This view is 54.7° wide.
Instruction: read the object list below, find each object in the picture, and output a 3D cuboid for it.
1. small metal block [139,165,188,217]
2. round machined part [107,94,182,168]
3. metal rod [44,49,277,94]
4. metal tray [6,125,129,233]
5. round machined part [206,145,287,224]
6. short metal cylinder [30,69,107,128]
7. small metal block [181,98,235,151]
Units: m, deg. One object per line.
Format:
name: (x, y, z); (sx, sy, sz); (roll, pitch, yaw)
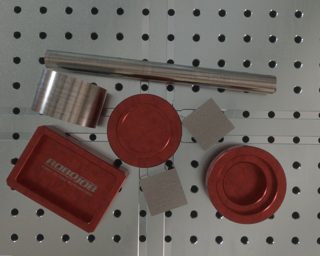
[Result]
small metal block: (0.005, 0.083, 0.413); (0.050, 0.025, 0.050); (-19, 90, 0)
round machined part: (-0.020, 0.003, 0.404); (0.099, 0.042, 0.097); (0, 87, 0)
metal rod: (0.001, -0.075, 0.413); (0.302, 0.025, 0.025); (7, 90, 0)
metal tray: (-0.120, 0.065, 0.409); (0.130, 0.030, 0.090); (31, 90, 0)
round machined part: (0.109, 0.071, 0.406); (0.099, 0.042, 0.097); (0, 90, 0)
short metal cylinder: (-0.111, -0.035, 0.385); (0.080, 0.080, 0.050); (18, 90, 0)
small metal block: (0.062, -0.005, 0.414); (0.050, 0.025, 0.050); (-38, 90, 0)
